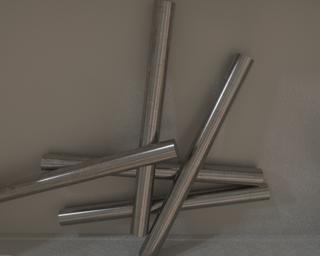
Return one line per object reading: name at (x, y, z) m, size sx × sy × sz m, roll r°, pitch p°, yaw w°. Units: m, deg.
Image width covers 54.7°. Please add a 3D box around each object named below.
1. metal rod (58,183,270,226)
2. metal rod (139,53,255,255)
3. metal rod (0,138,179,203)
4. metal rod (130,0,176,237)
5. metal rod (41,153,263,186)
metal rod at (0.005, 0.111, 0.451) m, size 0.302 × 0.025 × 0.025 m, roll -8°, pitch 110°, yaw 2°
metal rod at (0.043, 0.046, 0.406) m, size 0.025 × 0.025 × 0.298 m, roll 23°, pitch 100°, yaw -9°
metal rod at (-0.123, 0.064, 0.405) m, size 0.301 × 0.025 × 0.025 m, roll -15°, pitch 110°, yaw 11°
metal rod at (-0.012, -0.001, 0.391) m, size 0.025 × 0.025 × 0.298 m, roll 6°, pitch 104°, yaw -3°
metal rod at (-0.009, 0.058, 0.431) m, size 0.302 × 0.025 × 0.025 m, roll 4°, pitch 110°, yaw -2°
